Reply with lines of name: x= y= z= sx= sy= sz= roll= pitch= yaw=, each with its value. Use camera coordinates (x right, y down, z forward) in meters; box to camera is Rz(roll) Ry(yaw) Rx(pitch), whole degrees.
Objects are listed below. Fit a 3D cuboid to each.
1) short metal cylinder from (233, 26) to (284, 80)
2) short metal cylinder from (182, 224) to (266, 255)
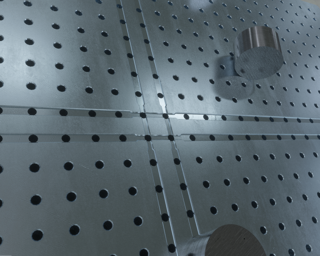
short metal cylinder: x=0.171 y=-0.130 z=0.544 sx=0.081 sy=0.080 sz=0.050 roll=17 pitch=55 yaw=-19
short metal cylinder: x=0.070 y=0.151 z=0.337 sx=0.081 sy=0.050 sz=0.080 roll=14 pitch=56 yaw=-21
